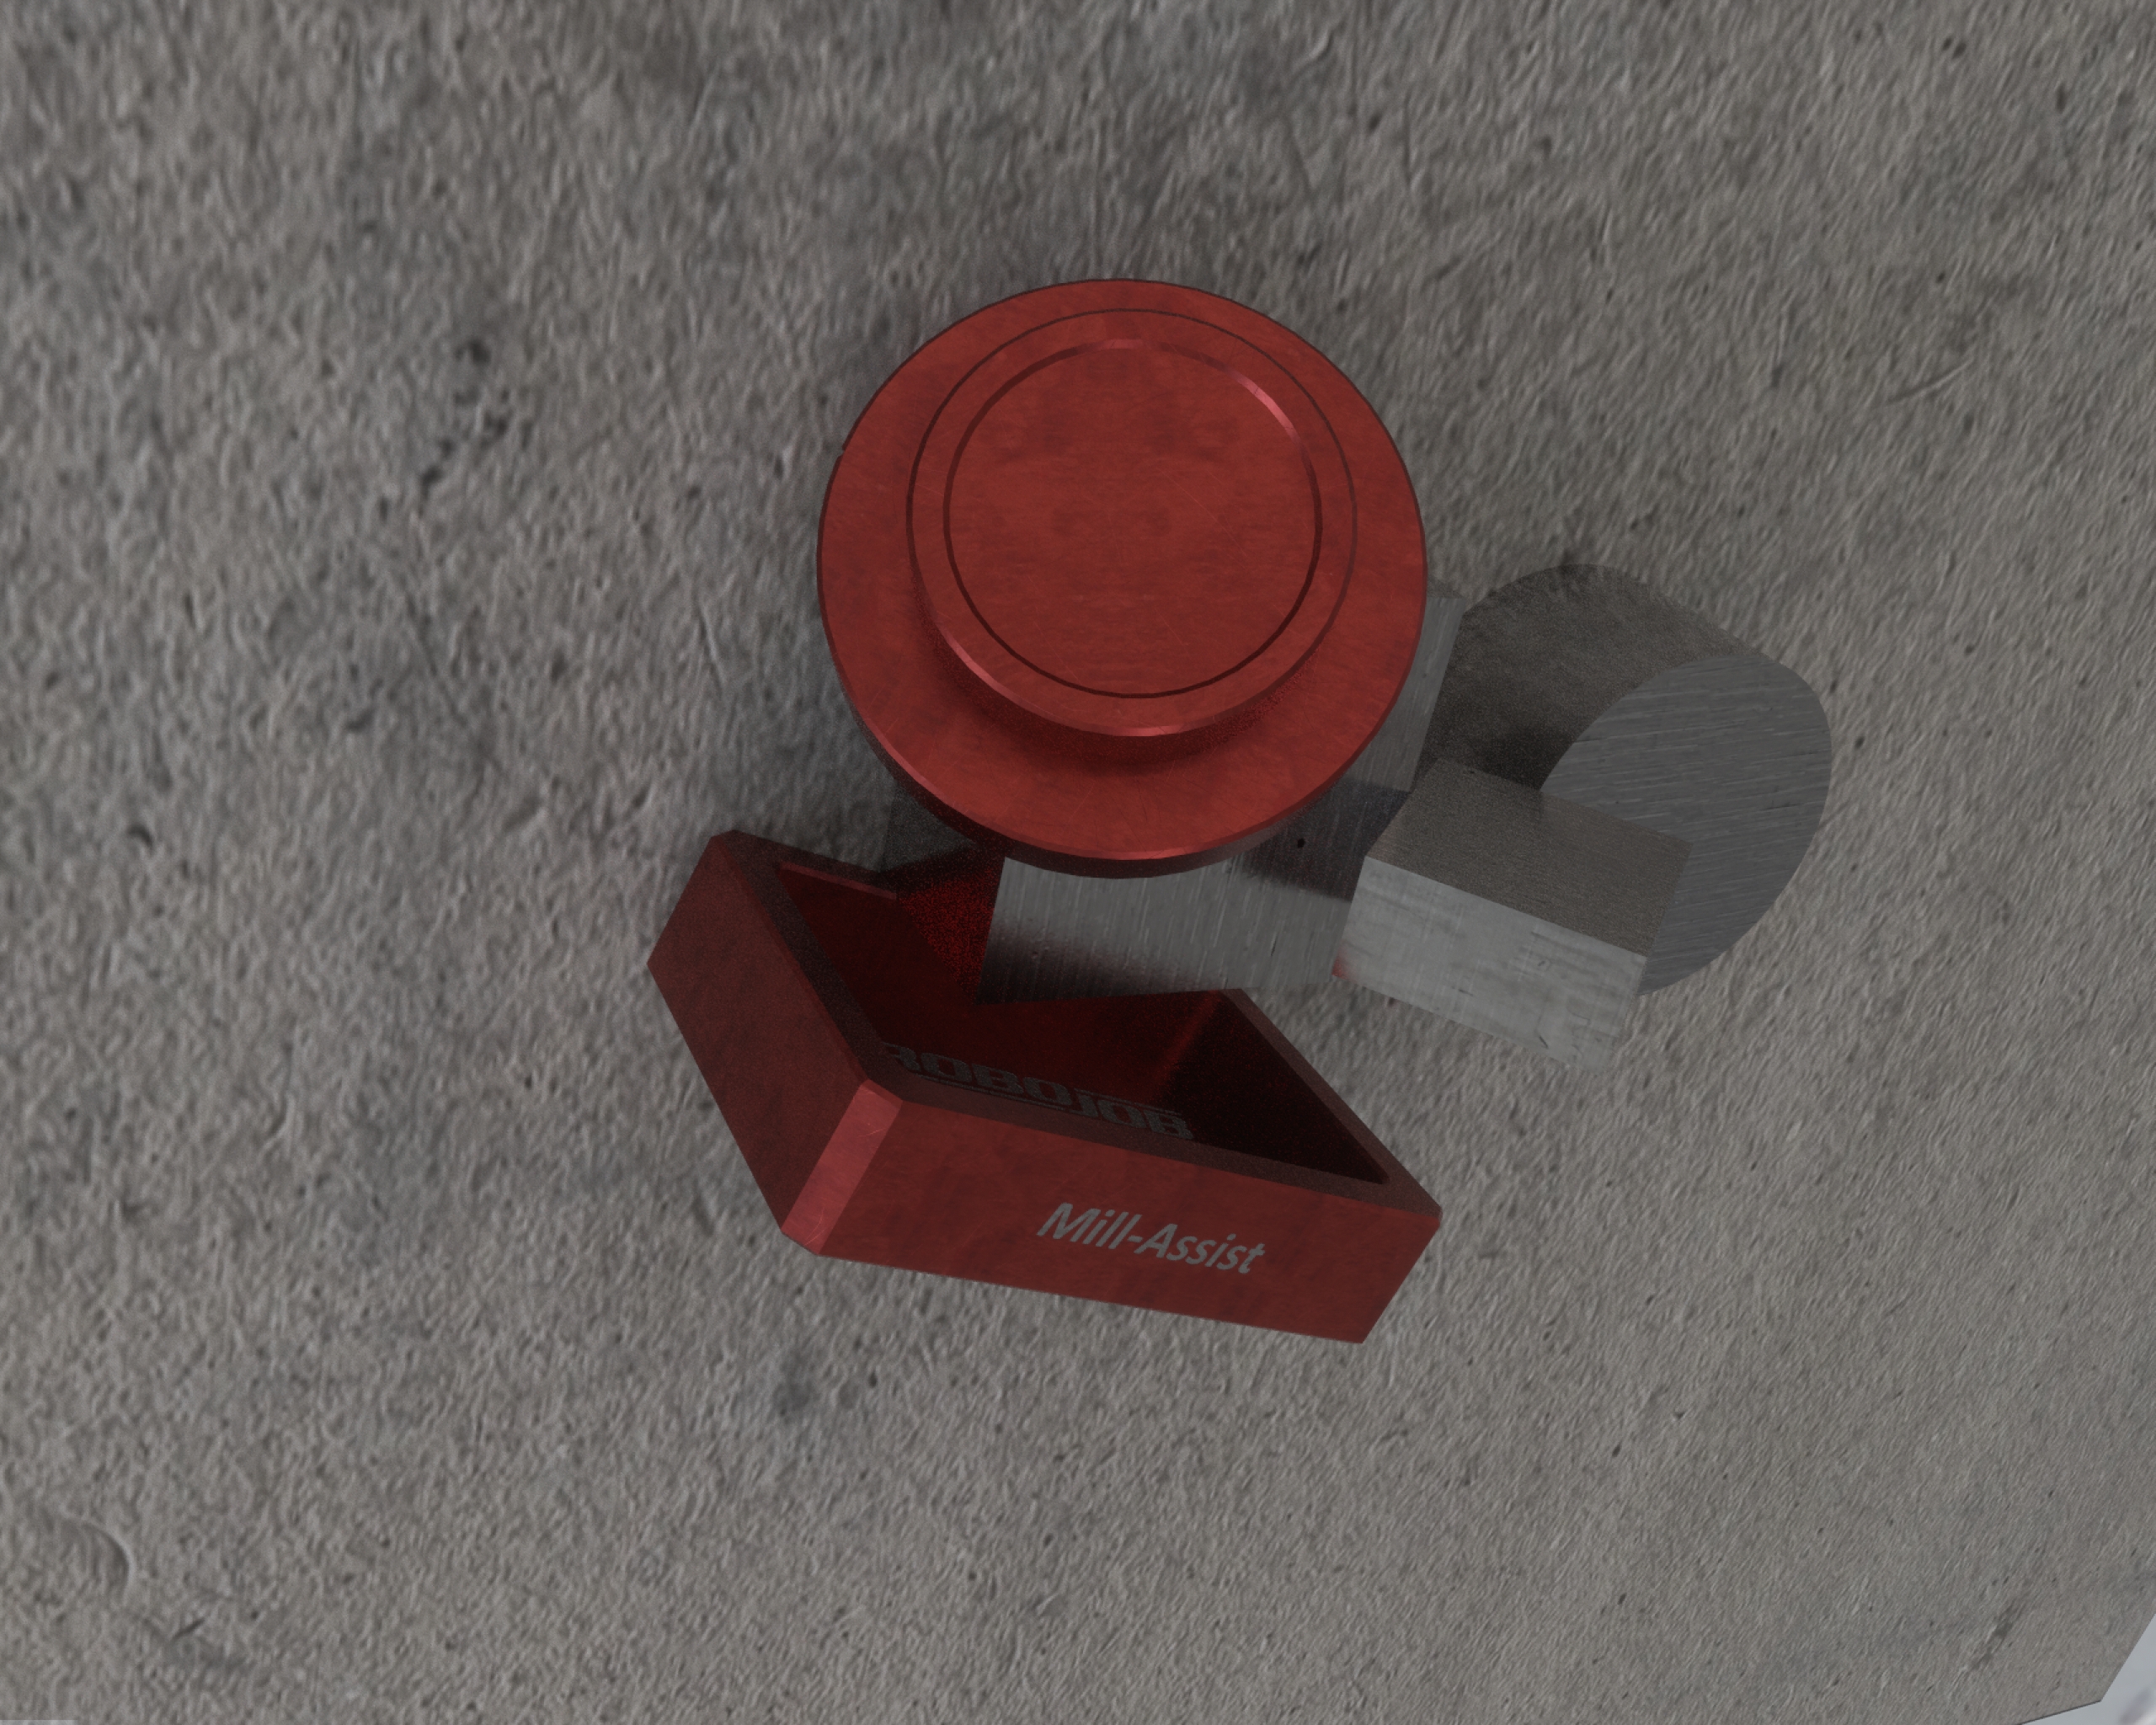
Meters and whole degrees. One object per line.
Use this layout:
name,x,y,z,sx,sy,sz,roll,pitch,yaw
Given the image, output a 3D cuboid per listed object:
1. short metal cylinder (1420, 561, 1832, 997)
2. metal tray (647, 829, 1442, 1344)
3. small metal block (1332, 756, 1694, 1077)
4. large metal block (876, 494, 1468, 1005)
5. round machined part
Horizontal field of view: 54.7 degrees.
short metal cylinder,0.110,-0.018,0.443,0.081,0.050,0.079,-14,124,-21
metal tray,-0.005,0.042,0.389,0.131,0.090,0.030,18,109,-35
small metal block,0.080,0.008,0.382,0.050,0.050,0.025,-44,151,-56
large metal block,0.015,-0.023,0.388,0.081,0.050,0.079,-2,119,-28
round machined part,0.007,-0.049,0.334,0.098,0.098,0.042,-32,173,-8
